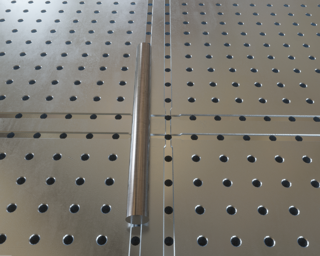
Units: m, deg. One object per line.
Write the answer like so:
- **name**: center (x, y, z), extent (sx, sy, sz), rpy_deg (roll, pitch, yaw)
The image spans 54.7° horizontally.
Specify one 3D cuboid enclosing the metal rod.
- **metal rod**: center (-0.025, -0.018, 0.422), extent (0.025, 0.025, 0.300), rpy_deg (0, 50, -1)
